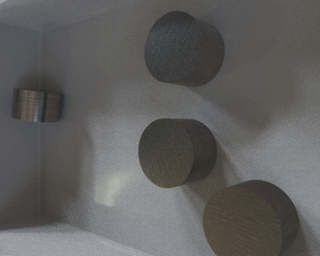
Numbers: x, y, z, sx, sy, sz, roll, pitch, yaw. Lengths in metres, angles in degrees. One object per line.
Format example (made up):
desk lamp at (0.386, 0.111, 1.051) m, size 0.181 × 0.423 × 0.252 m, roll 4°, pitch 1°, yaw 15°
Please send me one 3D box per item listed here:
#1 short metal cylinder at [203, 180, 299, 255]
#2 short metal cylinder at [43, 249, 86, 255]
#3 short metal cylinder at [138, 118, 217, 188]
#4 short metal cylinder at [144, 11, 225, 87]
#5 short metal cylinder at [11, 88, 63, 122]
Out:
short metal cylinder at (0.091, 0.096, 0.314) m, size 0.080 × 0.050 × 0.079 m, roll 0°, pitch 90°, yaw 39°
short metal cylinder at (-0.157, 0.241, 0.500) m, size 0.080 × 0.081 × 0.050 m, roll 16°, pitch 100°, yaw 38°
short metal cylinder at (0.021, 0.029, 0.372) m, size 0.080 × 0.050 × 0.079 m, roll 0°, pitch 90°, yaw 39°
short metal cylinder at (0.028, -0.090, 0.366) m, size 0.080 × 0.050 × 0.079 m, roll 0°, pitch 90°, yaw 39°
short metal cylinder at (-0.216, -0.041, 0.546) m, size 0.080 × 0.081 × 0.050 m, roll 13°, pitch 99°, yaw 39°
